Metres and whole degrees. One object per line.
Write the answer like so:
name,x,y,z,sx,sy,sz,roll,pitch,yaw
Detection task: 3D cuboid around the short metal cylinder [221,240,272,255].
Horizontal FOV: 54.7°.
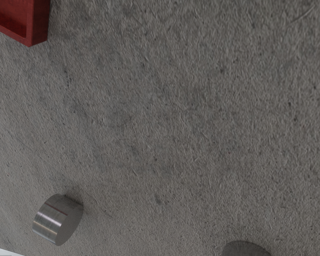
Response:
short metal cylinder,0.126,0.215,0.457,0.080,0.050,0.079,13,124,21

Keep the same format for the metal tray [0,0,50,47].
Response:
metal tray,-0.207,-0.175,0.404,0.130,0.030,0.089,29,128,9

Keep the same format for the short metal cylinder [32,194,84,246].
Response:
short metal cylinder,-0.188,0.169,0.575,0.050,0.080,0.079,24,127,14
